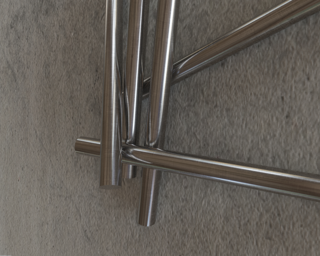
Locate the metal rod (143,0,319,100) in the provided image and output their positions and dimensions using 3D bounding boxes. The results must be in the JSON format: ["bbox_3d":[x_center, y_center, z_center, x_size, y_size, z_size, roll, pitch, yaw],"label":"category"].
[{"bbox_3d":[0.046,-0.080,0.365,0.299,0.025,0.025,-22,76,37],"label":"metal rod"}]

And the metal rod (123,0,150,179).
[{"bbox_3d":[-0.031,-0.082,0.391,0.025,0.025,0.298,13,103,39],"label":"metal rod"}]

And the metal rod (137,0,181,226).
[{"bbox_3d":[-0.003,-0.017,0.380,0.025,0.025,0.298,18,109,38],"label":"metal rod"}]

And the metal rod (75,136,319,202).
[{"bbox_3d":[0.026,0.040,0.345,0.301,0.025,0.025,7,95,28],"label":"metal rod"}]

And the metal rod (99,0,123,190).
[{"bbox_3d":[-0.061,-0.072,0.401,0.025,0.025,0.299,-21,61,38],"label":"metal rod"}]
